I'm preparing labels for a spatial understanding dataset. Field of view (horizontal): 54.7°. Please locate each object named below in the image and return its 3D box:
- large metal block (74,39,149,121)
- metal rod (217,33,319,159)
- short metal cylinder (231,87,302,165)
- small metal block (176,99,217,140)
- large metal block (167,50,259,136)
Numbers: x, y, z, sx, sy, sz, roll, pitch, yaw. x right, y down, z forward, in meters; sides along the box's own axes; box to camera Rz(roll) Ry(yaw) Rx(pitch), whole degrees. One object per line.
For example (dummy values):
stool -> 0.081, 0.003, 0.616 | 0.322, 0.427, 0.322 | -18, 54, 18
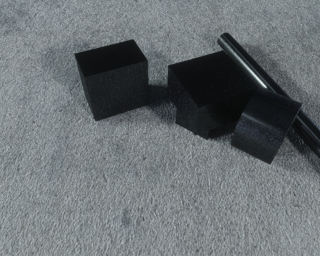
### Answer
large metal block -> -0.062, -0.064, 0.421 | 0.081, 0.080, 0.050 | -19, 53, -15
metal rod -> 0.166, -0.046, 0.443 | 0.025, 0.025, 0.300 | -17, 52, -14
short metal cylinder -> 0.127, -0.003, 0.371 | 0.050, 0.080, 0.080 | 28, 55, 21
small metal block -> 0.057, -0.019, 0.419 | 0.050, 0.025, 0.050 | 29, 56, 22
large metal block -> 0.063, -0.047, 0.395 | 0.081, 0.050, 0.080 | -19, 53, -16
